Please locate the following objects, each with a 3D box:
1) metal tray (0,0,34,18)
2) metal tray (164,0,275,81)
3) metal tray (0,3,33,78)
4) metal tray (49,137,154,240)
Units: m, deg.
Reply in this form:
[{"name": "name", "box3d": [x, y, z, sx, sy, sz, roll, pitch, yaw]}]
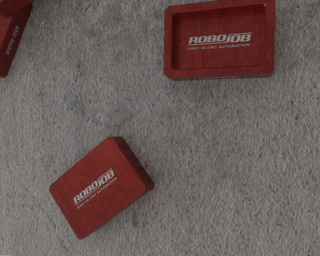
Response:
[{"name": "metal tray", "box3d": [-0.201, -0.234, 0.455, 0.130, 0.030, 0.090, -33, 72, 2]}, {"name": "metal tray", "box3d": [0.071, -0.107, 0.380, 0.130, 0.030, 0.089, 1, 90, 19]}, {"name": "metal tray", "box3d": [-0.271, -0.158, 0.502, 0.090, 0.030, 0.129, 28, 99, 17]}, {"name": "metal tray", "box3d": [-0.084, 0.083, 0.436, 0.130, 0.030, 0.090, -39, 78, 15]}]
